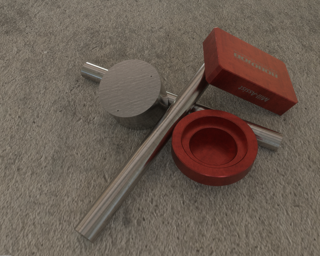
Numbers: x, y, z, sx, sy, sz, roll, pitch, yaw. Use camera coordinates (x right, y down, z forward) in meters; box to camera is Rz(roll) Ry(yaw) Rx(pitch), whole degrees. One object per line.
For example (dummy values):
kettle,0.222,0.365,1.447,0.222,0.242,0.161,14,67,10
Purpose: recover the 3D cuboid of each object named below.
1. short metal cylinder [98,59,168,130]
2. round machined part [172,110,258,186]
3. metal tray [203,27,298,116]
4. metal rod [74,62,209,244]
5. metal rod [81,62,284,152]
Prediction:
short metal cylinder,-0.033,-0.042,0.407,0.080,0.050,0.080,-4,70,11
round machined part,0.063,0.027,0.371,0.099,0.042,0.098,0,50,0
metal tray,0.124,-0.079,0.432,0.131,0.030,0.090,20,47,-20
metal rod,0.005,0.003,0.380,0.025,0.025,0.301,27,61,20
metal rod,0.018,-0.035,0.436,0.301,0.025,0.025,22,54,17
